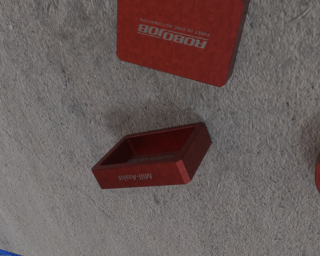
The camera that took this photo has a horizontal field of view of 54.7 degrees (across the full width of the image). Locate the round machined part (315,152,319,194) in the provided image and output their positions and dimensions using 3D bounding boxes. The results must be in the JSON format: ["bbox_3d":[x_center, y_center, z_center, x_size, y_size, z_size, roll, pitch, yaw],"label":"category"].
[{"bbox_3d":[0.211,0.042,0.311,0.098,0.042,0.097,13,124,20],"label":"round machined part"}]

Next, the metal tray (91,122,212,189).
[{"bbox_3d":[-0.010,0.035,0.390,0.130,0.090,0.030,-10,113,32],"label":"metal tray"}]

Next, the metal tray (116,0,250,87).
[{"bbox_3d":[0.018,-0.104,0.328,0.130,0.030,0.089,18,126,17],"label":"metal tray"}]
